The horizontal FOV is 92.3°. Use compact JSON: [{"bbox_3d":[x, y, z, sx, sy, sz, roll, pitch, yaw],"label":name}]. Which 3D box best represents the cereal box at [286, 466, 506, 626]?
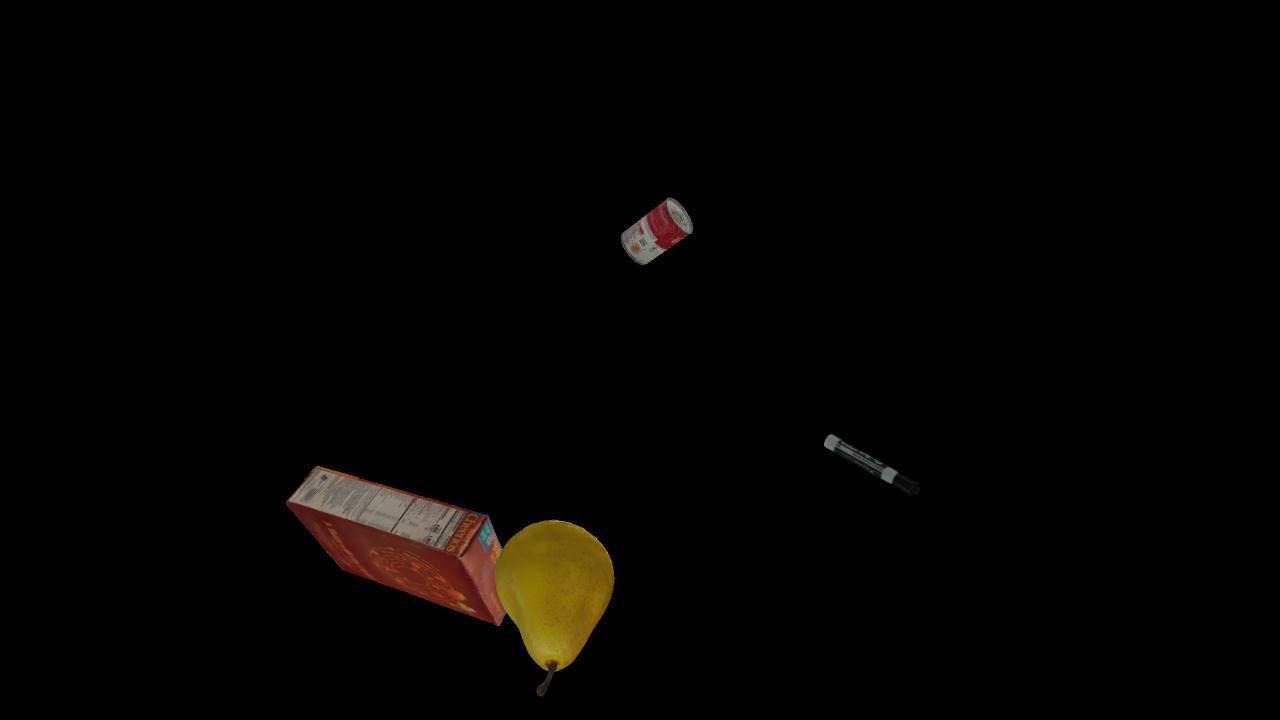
[{"bbox_3d":[-0.344,0.277,0.917,0.306,0.203,0.081,10,46,18],"label":"cereal box"}]

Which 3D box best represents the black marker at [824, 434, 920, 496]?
[{"bbox_3d":[0.275,0.125,0.732,0.020,0.020,0.121,0,23,-45],"label":"black marker"}]

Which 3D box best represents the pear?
[{"bbox_3d":[-0.051,0.158,0.392,0.080,0.080,0.111,0,35,-18],"label":"pear"}]

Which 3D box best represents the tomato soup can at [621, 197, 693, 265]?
[{"bbox_3d":[0.027,-0.207,1.000,0.101,0.068,0.068,-31,-17,31],"label":"tomato soup can"}]
